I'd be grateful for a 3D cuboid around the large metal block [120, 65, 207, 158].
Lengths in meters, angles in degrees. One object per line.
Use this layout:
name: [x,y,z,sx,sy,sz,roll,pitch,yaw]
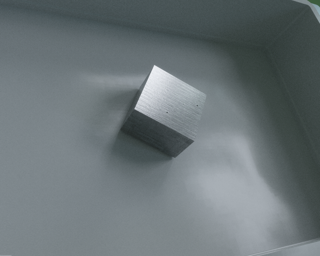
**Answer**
large metal block: [0.006,-0.021,0.401,0.080,0.050,0.080,28,52,-11]
